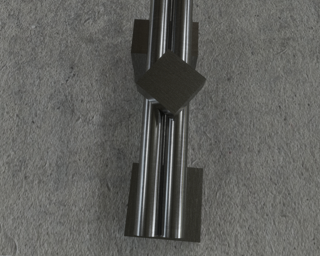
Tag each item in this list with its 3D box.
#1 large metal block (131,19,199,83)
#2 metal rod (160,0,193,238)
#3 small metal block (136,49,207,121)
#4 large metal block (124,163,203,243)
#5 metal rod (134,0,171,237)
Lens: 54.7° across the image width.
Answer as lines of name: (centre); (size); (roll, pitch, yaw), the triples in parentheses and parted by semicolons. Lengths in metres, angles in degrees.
large metal block: (0.007, -0.098, 0.416); (0.080, 0.080, 0.050); (3, 70, 1)
metal rod: (0.021, -0.036, 0.345); (0.025, 0.025, 0.299); (3, 77, 1)
small metal block: (0.011, -0.045, 0.322); (0.050, 0.025, 0.050); (41, 80, 7)
large metal block: (0.006, 0.088, 0.363); (0.080, 0.050, 0.080); (5, 70, 1)
metal rod: (-0.005, -0.037, 0.346); (0.025, 0.025, 0.299); (3, 77, 1)
